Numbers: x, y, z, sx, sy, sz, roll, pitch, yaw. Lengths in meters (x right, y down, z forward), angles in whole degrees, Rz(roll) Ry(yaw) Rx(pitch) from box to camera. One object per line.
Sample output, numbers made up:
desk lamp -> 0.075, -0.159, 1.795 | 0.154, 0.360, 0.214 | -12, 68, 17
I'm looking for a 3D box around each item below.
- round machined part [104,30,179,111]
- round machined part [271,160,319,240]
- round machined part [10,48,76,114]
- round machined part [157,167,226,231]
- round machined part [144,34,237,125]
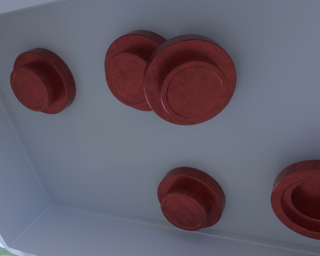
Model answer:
round machined part -> -0.026, -0.063, 0.372 | 0.098, 0.042, 0.097 | 13, 124, 21
round machined part -> 0.180, 0.076, 0.350 | 0.098, 0.042, 0.097 | 13, 124, 21
round machined part -> -0.176, -0.063, 0.452 | 0.098, 0.042, 0.097 | 13, 124, 21
round machined part -> 0.040, 0.108, 0.443 | 0.098, 0.042, 0.097 | 13, 124, 21
round machined part -> 0.033, -0.044, 0.325 | 0.099, 0.042, 0.097 | -3, 120, -5
